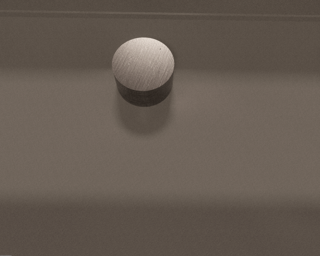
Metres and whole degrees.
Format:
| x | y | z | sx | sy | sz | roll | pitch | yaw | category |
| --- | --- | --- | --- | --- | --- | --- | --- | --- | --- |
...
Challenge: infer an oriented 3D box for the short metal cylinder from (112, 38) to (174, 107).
| x | y | z | sx | sy | sz | roll | pitch | yaw | category |
| --- | --- | --- | --- | --- | --- | --- | --- | --- | --- |
| -0.022 | -0.075 | 0.424 | 0.081 | 0.050 | 0.080 | 0 | 70 | 0 | short metal cylinder |
